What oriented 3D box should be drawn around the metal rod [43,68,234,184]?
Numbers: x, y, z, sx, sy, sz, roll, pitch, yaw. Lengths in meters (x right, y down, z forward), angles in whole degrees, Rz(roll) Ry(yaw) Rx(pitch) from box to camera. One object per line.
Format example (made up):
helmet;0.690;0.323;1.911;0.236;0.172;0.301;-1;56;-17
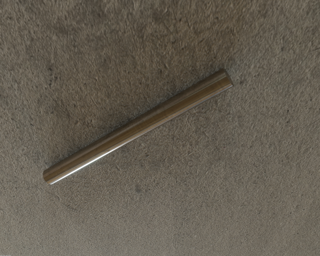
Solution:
metal rod;-0.044;0.007;0.412;0.300;0.025;0.025;-28;125;22
